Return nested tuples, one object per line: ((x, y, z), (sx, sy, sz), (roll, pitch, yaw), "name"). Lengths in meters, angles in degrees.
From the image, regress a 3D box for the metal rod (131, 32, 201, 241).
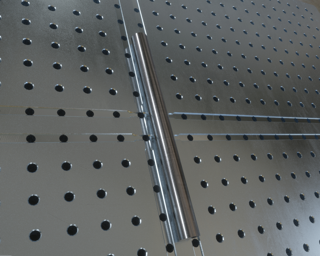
((0.001, -0.006, 0.414), (0.025, 0.025, 0.299), (0, 62, -28), "metal rod")
